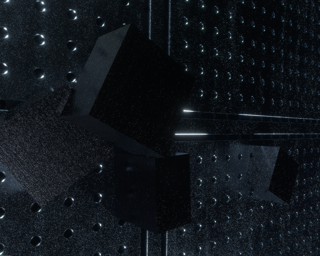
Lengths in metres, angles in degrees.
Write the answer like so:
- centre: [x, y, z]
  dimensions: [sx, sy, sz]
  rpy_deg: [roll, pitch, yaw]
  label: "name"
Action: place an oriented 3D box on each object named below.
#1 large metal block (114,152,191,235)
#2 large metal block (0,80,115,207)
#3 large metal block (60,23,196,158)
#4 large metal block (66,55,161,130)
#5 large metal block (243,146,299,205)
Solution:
- centre: [-0.011, 0.069, 0.367]
  dimensions: [0.050, 0.080, 0.079]
  rpy_deg: [-3, 92, -40]
  label: "large metal block"
- centre: [-0.103, 0.011, 0.292]
  dimensions: [0.080, 0.050, 0.080]
  rpy_deg: [-36, 114, -14]
  label: "large metal block"
- centre: [-0.025, -0.028, 0.269]
  dimensions: [0.080, 0.050, 0.080]
  rpy_deg: [33, 70, -36]
  label: "large metal block"
- centre: [-0.048, -0.041, 0.335]
  dimensions: [0.080, 0.080, 0.050]
  rpy_deg: [-42, 116, -32]
  label: "large metal block"
- centre: [0.206, 0.086, 0.569]
  dimensions: [0.080, 0.050, 0.080]
  rpy_deg: [34, 69, -35]
  label: "large metal block"
